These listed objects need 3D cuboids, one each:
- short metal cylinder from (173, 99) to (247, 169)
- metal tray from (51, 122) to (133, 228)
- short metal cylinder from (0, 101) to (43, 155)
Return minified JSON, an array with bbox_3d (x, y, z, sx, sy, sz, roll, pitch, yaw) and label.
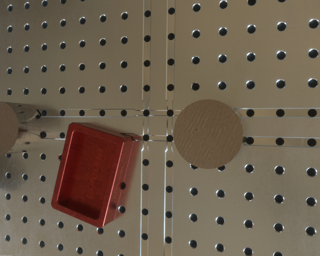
[{"bbox_3d":[0.062,0.007,0.377,0.080,0.050,0.080,0,90,20],"label":"short metal cylinder"},{"bbox_3d":[-0.098,0.064,0.444,0.090,0.030,0.129,16,95,19],"label":"metal tray"},{"bbox_3d":[-0.232,0.000,0.481,0.080,0.050,0.080,0,90,20],"label":"short metal cylinder"}]
